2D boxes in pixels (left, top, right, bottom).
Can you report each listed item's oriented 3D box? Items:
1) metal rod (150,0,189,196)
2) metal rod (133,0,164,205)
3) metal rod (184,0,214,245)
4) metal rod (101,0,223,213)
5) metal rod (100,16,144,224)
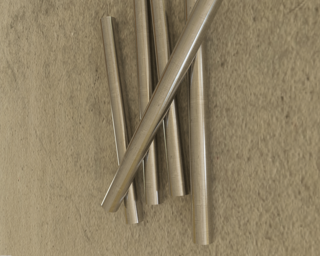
[{"bbox_3d":[0.010,-0.066,0.395,0.025,0.025,0.298,-10,84,39],"label":"metal rod"},{"bbox_3d":[-0.017,-0.050,0.416,0.025,0.025,0.298,-6,86,39],"label":"metal rod"},{"bbox_3d":[0.046,-0.017,0.365,0.025,0.025,0.298,-3,88,39],"label":"metal rod"},{"bbox_3d":[-0.006,-0.018,0.373,0.025,0.025,0.298,40,114,32],"label":"metal rod"},{"bbox_3d":[-0.057,-0.016,0.449,0.025,0.025,0.298,-14,81,39],"label":"metal rod"}]
